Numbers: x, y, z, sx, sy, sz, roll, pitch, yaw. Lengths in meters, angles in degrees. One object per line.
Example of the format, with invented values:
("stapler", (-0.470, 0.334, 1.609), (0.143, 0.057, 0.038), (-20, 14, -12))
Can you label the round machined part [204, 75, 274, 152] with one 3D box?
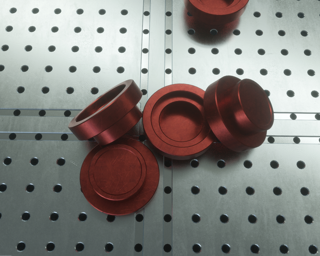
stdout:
("round machined part", (0.104, -0.022, 0.386), (0.099, 0.042, 0.098), (19, 59, -33))

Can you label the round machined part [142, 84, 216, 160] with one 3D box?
("round machined part", (0.027, -0.005, 0.405), (0.099, 0.042, 0.098), (0, 70, -1))

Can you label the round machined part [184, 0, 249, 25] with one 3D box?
("round machined part", (0.085, -0.199, 0.476), (0.099, 0.042, 0.098), (0, 70, -1))

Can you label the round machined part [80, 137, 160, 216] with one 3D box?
("round machined part", (-0.050, 0.057, 0.381), (0.099, 0.042, 0.098), (0, 70, -1))

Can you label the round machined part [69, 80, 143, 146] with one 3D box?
("round machined part", (-0.061, -0.015, 0.388), (0.098, 0.098, 0.042), (-40, 110, -14))
